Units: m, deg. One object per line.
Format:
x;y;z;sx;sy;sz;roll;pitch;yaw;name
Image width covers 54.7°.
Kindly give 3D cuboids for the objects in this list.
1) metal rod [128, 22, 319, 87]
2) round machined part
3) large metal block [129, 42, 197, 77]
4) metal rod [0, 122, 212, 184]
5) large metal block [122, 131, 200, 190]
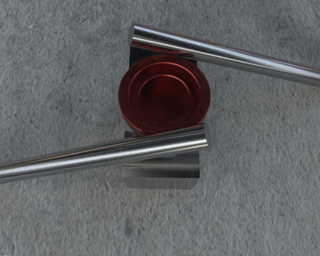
0.109;-0.083;0.384;0.302;0.025;0.025;7;69;-21;metal rod
0.005;-0.030;0.349;0.099;0.042;0.098;0;70;-1;round machined part
0.004;-0.072;0.406;0.081;0.080;0.050;1;70;0;large metal block
-0.094;0.035;0.336;0.301;0.025;0.025;-12;69;19;metal rod
0.001;0.041;0.365;0.081;0.080;0.050;1;70;0;large metal block
